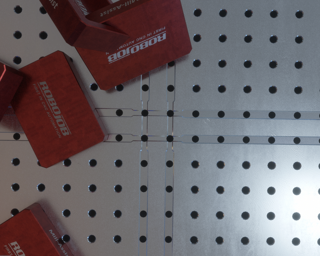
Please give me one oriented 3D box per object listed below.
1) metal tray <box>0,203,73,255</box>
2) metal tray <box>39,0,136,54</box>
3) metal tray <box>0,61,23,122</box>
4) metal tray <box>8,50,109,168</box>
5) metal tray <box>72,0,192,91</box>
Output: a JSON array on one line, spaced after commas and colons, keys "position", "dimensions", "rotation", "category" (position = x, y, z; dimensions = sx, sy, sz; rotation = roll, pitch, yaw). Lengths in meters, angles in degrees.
[{"position": [-0.170, 0.179, 0.410], "dimensions": [0.090, 0.030, 0.130], "rotation": [-33, 90, 0], "category": "metal tray"}, {"position": [-0.094, -0.147, 0.362], "dimensions": [0.030, 0.091, 0.130], "rotation": [-43, 72, 29], "category": "metal tray"}, {"position": [-0.245, -0.057, 0.388], "dimensions": [0.130, 0.030, 0.090], "rotation": [27, 90, 19], "category": "metal tray"}, {"position": [-0.138, -0.024, 0.410], "dimensions": [0.090, 0.030, 0.130], "rotation": [-26, 90, 0], "category": "metal tray"}, {"position": [-0.033, -0.109, 0.381], "dimensions": [0.130, 0.090, 0.030], "rotation": [-24, 50, 0], "category": "metal tray"}]
